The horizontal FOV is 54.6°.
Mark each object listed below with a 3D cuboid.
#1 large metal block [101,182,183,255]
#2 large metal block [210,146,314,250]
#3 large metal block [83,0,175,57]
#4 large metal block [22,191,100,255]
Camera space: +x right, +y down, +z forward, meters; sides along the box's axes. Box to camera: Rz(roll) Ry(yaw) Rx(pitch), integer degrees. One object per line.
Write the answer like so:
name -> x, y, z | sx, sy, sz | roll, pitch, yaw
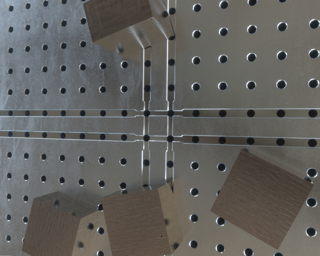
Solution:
large metal block -> -0.023, 0.120, 0.408 | 0.080, 0.050, 0.080 | -13, 86, 19
large metal block -> 0.116, 0.076, 0.358 | 0.080, 0.050, 0.080 | 27, 99, 18
large metal block -> -0.037, -0.137, 0.397 | 0.080, 0.080, 0.050 | -16, 85, 19
large metal block -> -0.143, 0.148, 0.451 | 0.080, 0.050, 0.080 | 16, 96, 19
